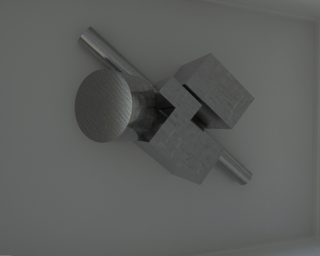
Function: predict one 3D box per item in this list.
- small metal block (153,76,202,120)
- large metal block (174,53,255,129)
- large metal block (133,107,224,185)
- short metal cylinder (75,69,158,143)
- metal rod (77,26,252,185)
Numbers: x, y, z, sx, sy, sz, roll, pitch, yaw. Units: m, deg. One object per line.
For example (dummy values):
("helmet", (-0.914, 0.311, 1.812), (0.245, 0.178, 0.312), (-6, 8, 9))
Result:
("small metal block", (0.016, -0.034, 0.378), (0.050, 0.050, 0.025), (43, 77, -16))
("large metal block", (0.059, -0.044, 0.404), (0.080, 0.080, 0.050), (42, 77, -16))
("large metal block", (0.018, 0.021, 0.388), (0.080, 0.080, 0.050), (41, 77, -16))
("short metal cylinder", (-0.050, -0.024, 0.356), (0.050, 0.080, 0.079), (1, 90, -60))
("metal rod", (0.017, -0.020, 0.417), (0.300, 0.025, 0.025), (41, 77, -16))
